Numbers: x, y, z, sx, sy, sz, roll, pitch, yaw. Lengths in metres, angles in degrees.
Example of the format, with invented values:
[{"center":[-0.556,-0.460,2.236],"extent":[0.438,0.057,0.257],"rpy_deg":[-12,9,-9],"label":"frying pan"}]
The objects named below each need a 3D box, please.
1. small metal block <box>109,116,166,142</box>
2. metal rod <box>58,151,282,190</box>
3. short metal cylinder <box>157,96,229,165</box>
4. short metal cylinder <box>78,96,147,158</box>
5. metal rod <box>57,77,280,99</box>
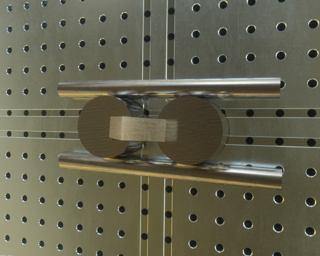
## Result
[{"center":[-0.027,0.001,0.356],"extent":[0.050,0.050,0.025],"rpy_deg":[3,91,-23],"label":"small metal block"},{"center":[-0.001,0.053,0.409],"extent":[0.301,0.025,0.025],"rpy_deg":[3,91,19],"label":"metal rod"},{"center":[0.041,0.003,0.381],"extent":[0.080,0.050,0.079],"rpy_deg":[0,90,20],"label":"short metal cylinder"},{"center":[-0.062,-0.002,0.418],"extent":[0.080,0.050,0.079],"rpy_deg":[0,90,20],"label":"short metal cylinder"},{"center":[-0.002,-0.052,0.410],"extent":[0.301,0.025,0.025],"rpy_deg":[2,91,19],"label":"metal rod"}]
